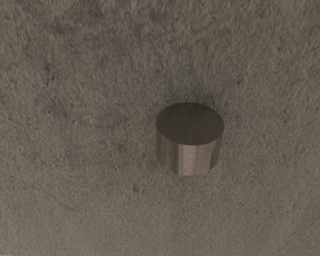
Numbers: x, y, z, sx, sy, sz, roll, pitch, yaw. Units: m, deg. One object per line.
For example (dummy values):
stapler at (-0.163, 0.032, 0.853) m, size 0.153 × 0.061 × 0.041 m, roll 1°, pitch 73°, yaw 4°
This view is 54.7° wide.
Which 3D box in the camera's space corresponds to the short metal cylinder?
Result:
short metal cylinder at (0.035, 0.012, 0.382) m, size 0.081 × 0.080 × 0.050 m, roll 0°, pitch 130°, yaw -1°
